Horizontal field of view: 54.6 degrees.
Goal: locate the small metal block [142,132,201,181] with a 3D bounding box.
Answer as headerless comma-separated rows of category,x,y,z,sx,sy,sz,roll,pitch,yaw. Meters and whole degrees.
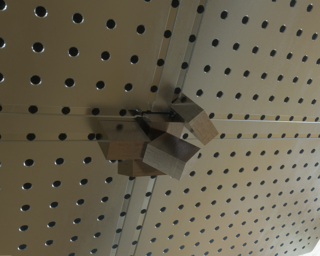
small metal block,0.015,0.033,0.377,0.050,0.050,0.025,-31,142,-59

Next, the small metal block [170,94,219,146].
small metal block,0.046,-0.011,0.412,0.025,0.050,0.050,-41,130,-1

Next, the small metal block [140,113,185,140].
small metal block,0.000,0.008,0.415,0.050,0.025,0.050,1,118,-30

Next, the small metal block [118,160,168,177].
small metal block,-0.023,0.049,0.409,0.050,0.050,0.025,1,86,-29

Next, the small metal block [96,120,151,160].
small metal block,-0.046,0.014,0.378,0.050,0.050,0.025,2,118,-29
